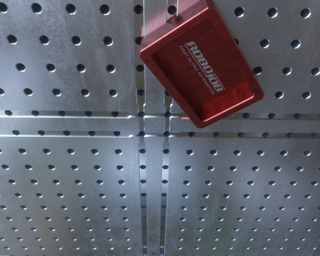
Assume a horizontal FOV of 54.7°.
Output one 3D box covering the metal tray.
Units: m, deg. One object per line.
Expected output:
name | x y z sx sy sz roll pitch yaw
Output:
metal tray | 0.050 -0.066 0.352 0.090 0.030 0.130 -28 125 21
